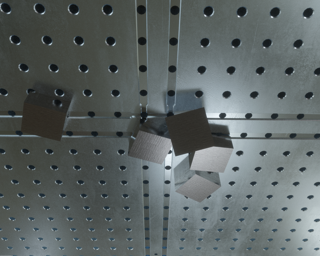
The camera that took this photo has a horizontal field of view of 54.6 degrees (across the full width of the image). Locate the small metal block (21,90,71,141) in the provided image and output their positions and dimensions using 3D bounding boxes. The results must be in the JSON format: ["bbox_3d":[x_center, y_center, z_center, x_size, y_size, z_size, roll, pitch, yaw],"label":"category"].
[{"bbox_3d":[-0.146,-0.015,0.398,0.050,0.025,0.050,15,128,-13],"label":"small metal block"}]

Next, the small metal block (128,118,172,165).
[{"bbox_3d":[-0.012,0.019,0.428,0.050,0.025,0.050,16,128,-14],"label":"small metal block"}]

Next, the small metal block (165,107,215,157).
[{"bbox_3d":[0.037,0.005,0.394,0.050,0.025,0.050,-15,88,2],"label":"small metal block"}]

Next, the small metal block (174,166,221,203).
[{"bbox_3d":[0.058,0.086,0.485,0.050,0.025,0.050,28,125,-22],"label":"small metal block"}]

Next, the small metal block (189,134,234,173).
[{"bbox_3d":[0.071,0.036,0.442,0.050,0.025,0.050,6,130,-6],"label":"small metal block"}]
